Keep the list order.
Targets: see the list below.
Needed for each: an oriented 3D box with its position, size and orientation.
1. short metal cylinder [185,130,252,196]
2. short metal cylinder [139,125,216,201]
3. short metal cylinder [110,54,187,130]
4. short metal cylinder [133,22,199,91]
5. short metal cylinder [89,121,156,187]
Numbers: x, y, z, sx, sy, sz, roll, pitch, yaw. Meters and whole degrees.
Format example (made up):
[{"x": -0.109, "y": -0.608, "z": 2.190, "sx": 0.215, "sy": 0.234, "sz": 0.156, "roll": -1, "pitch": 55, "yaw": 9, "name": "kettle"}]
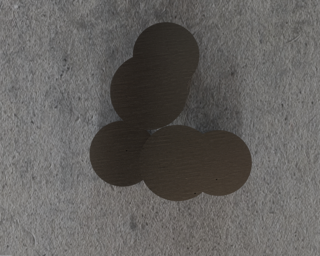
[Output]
[{"x": 0.071, "y": 0.042, "z": 0.399, "sx": 0.081, "sy": 0.050, "sz": 0.080, "roll": 0, "pitch": 90, "yaw": 0, "name": "short metal cylinder"}, {"x": 0.018, "y": 0.036, "z": 0.348, "sx": 0.081, "sy": 0.050, "sz": 0.080, "roll": 0, "pitch": 90, "yaw": -1, "name": "short metal cylinder"}, {"x": -0.012, "y": -0.038, "z": 0.348, "sx": 0.080, "sy": 0.050, "sz": 0.080, "roll": 0, "pitch": 90, "yaw": 0, "name": "short metal cylinder"}, {"x": 0.007, "y": -0.088, "z": 0.399, "sx": 0.081, "sy": 0.050, "sz": 0.080, "roll": 0, "pitch": 90, "yaw": 0, "name": "short metal cylinder"}, {"x": -0.045, "y": 0.031, "z": 0.398, "sx": 0.081, "sy": 0.050, "sz": 0.080, "roll": 0, "pitch": 90, "yaw": 0, "name": "short metal cylinder"}]
